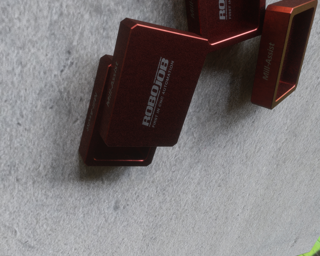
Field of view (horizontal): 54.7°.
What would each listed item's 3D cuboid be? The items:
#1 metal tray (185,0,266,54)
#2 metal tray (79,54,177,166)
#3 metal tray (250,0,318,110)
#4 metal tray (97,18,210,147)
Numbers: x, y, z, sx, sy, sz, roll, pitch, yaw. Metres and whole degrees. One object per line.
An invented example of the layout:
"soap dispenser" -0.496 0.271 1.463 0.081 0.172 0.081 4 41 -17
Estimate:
"metal tray" 0.074 -0.159 0.346 0.091 0.030 0.129 -22 127 -15
"metal tray" -0.038 -0.015 0.374 0.091 0.030 0.129 5 116 -31
"metal tray" 0.164 -0.100 0.411 0.091 0.030 0.129 -31 133 -39
"metal tray" -0.009 -0.042 0.334 0.091 0.030 0.129 2 117 -30
